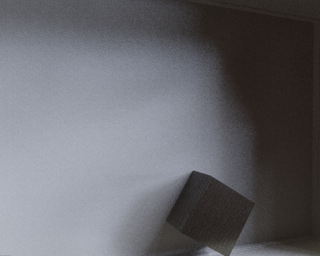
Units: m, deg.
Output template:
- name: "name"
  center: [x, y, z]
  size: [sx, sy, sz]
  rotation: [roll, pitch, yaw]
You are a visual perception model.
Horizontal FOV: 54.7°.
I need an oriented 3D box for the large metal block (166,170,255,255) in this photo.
- name: "large metal block"
  center: [0.069, 0.115, 0.424]
  size: [0.080, 0.050, 0.080]
  rotation: [33, 79, -17]
